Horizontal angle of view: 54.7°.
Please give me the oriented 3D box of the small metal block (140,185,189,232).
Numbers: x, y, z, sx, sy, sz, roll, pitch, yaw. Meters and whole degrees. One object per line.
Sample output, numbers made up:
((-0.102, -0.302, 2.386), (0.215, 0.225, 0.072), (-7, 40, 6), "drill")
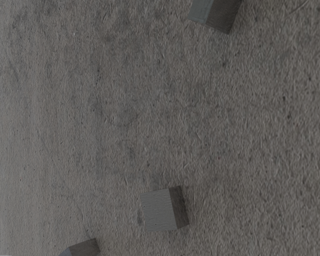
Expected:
((0.005, 0.104, 0.401), (0.050, 0.025, 0.050), (-20, 78, 38), "small metal block")

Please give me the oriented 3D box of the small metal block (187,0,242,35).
((0.062, -0.135, 0.337), (0.025, 0.050, 0.050), (32, 110, 35), "small metal block")

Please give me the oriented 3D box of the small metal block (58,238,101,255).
((-0.133, 0.206, 0.499), (0.050, 0.050, 0.025), (-45, 63, 31), "small metal block")
